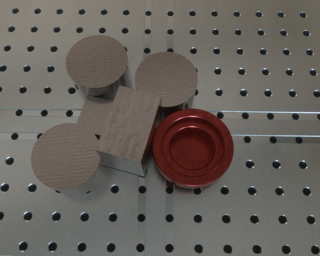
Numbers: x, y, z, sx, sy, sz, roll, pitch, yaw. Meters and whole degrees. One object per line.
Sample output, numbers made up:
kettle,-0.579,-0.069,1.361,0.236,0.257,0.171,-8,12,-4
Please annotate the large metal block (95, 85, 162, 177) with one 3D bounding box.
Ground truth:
large metal block,-0.033,0.007,0.376,0.050,0.080,0.080,15,71,5

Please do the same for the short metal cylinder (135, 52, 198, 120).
short metal cylinder,0.008,-0.055,0.418,0.081,0.050,0.080,0,70,0

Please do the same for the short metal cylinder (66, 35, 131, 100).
short metal cylinder,-0.082,-0.080,0.426,0.081,0.050,0.080,0,70,0

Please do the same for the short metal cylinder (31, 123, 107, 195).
short metal cylinder,-0.109,0.040,0.383,0.081,0.050,0.080,0,70,0

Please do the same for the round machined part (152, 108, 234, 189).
round machined part,0.040,0.028,0.392,0.099,0.042,0.098,0,70,0

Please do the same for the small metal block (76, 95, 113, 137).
small metal block,-0.079,-0.011,0.415,0.050,0.025,0.050,14,71,5
